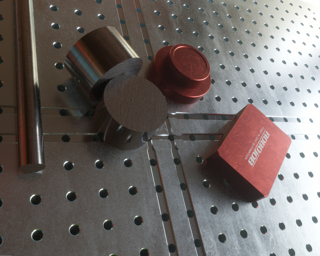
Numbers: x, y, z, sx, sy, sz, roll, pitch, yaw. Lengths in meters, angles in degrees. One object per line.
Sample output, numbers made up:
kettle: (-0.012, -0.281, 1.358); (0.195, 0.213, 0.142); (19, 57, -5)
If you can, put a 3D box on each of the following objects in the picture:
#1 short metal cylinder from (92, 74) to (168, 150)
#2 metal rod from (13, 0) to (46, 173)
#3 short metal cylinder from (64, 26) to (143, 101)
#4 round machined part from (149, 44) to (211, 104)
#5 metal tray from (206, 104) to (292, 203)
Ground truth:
short metal cylinder: (-0.037, -0.019, 0.383); (0.081, 0.050, 0.080); (14, 56, -21)
metal rod: (-0.162, -0.091, 0.376); (0.025, 0.025, 0.299); (0, 62, -28)
short metal cylinder: (-0.069, -0.078, 0.383); (0.081, 0.080, 0.050); (-32, 80, -38)
round machined part: (0.036, -0.088, 0.470); (0.099, 0.042, 0.098); (14, 56, -21)
metal tray: (0.135, 0.033, 0.457); (0.090, 0.030, 0.131); (42, 51, 1)
